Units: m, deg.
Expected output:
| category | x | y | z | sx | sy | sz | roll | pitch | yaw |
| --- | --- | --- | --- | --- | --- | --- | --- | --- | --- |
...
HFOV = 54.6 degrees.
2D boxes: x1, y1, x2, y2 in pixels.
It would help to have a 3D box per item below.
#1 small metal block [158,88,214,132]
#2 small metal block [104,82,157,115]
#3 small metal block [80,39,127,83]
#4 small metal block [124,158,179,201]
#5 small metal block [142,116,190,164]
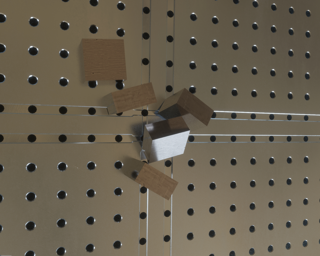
| category | x | y | z | sx | sy | sz | roll | pitch | yaw |
| --- | --- | --- | --- | --- | --- | --- | --- | --- | --- |
| small metal block | 0.033 | -0.021 | 0.409 | 0.050 | 0.050 | 0.025 | 36 | 64 | -17 |
| small metal block | -0.038 | -0.036 | 0.385 | 0.050 | 0.050 | 0.025 | -18 | 96 | -19 |
| small metal block | -0.071 | -0.083 | 0.386 | 0.050 | 0.025 | 0.050 | -5 | 92 | -20 |
| small metal block | -0.012 | 0.064 | 0.395 | 0.050 | 0.050 | 0.025 | 33 | 80 | -17 |
| small metal block | 0.006 | 0.015 | 0.399 | 0.050 | 0.050 | 0.025 | -14 | 54 | -19 |
